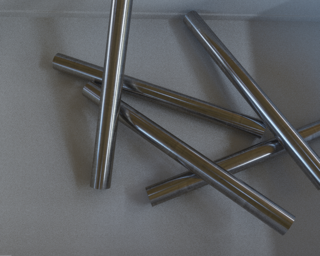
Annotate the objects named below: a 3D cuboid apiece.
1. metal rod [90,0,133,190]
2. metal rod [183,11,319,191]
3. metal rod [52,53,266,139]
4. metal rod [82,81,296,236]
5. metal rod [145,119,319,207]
[{"bbox_3d":[-0.055,-0.075,0.373,0.025,0.025,0.298,8,94,2],"label":"metal rod"},{"bbox_3d":[0.118,-0.052,0.412,0.025,0.025,0.299,-28,66,-10],"label":"metal rod"},{"bbox_3d":[-0.005,-0.046,0.426,0.301,0.025,0.025,19,71,6],"label":"metal rod"},{"bbox_3d":[0.020,0.025,0.379,0.300,0.025,0.025,34,73,19],"label":"metal rod"},{"bbox_3d":[0.127,0.033,0.399,0.302,0.025,0.025,-20,72,-8],"label":"metal rod"}]
